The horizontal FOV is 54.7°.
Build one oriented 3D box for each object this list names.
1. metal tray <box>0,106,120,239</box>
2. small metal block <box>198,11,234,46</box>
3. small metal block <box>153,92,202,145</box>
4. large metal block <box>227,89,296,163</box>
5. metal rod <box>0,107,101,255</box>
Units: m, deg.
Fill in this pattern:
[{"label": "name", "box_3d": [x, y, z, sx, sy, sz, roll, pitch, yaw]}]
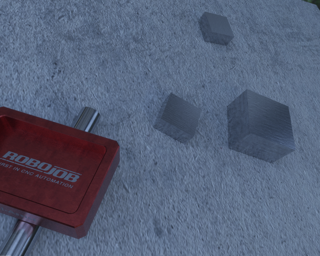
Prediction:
[{"label": "metal tray", "box_3d": [-0.114, 0.037, 0.289, 0.131, 0.030, 0.090, 17, 53, 5]}, {"label": "small metal block", "box_3d": [0.104, -0.184, 0.574, 0.050, 0.025, 0.050, 2, 61, -28]}, {"label": "small metal block", "box_3d": [0.025, -0.013, 0.427, 0.050, 0.025, 0.050, 29, 52, -11]}, {"label": "large metal block", "box_3d": [0.152, -0.002, 0.473, 0.081, 0.050, 0.080, 19, 54, -18]}, {"label": "metal rod", "box_3d": [-0.123, 0.096, 0.279, 0.025, 0.025, 0.300, 28, 52, -11]}]
